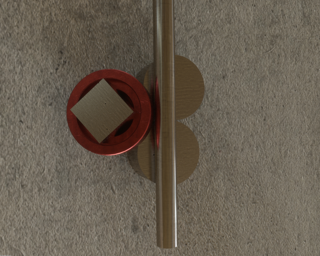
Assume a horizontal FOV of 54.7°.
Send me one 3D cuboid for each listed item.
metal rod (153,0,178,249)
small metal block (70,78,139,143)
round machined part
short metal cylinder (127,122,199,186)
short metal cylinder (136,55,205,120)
[{"bbox_3d":[0.006,-0.014,0.360,0.025,0.025,0.298,-1,90,-20],"label":"metal rod"},{"bbox_3d":[-0.061,-0.018,0.345,0.050,0.025,0.050,-43,82,4],"label":"small metal block"},{"bbox_3d":[-0.055,-0.017,0.367,0.098,0.042,0.097,0,88,9],"label":"round machined part"},{"bbox_3d":[0.003,0.030,0.398,0.081,0.050,0.080,0,89,-20],"label":"short metal cylinder"},{"bbox_3d":[0.010,-0.050,0.401,0.081,0.050,0.079,0,90,-20],"label":"short metal cylinder"}]
